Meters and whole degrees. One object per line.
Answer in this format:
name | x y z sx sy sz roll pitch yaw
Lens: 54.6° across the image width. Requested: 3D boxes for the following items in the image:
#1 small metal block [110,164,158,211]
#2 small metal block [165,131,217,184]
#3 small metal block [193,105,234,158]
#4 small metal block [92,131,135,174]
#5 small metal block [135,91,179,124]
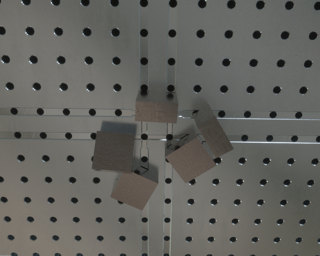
small metal block | -0.036 0.083 0.443 0.050 0.025 0.050 26 108 -9
small metal block | 0.042 0.040 0.428 0.050 0.025 0.050 -33 107 11
small metal block | 0.068 0.003 0.402 0.025 0.050 0.050 -29 108 10
small metal block | -0.060 0.033 0.412 0.050 0.025 0.050 5 75 -2
small metal block | -0.004 -0.027 0.390 0.050 0.050 0.025 3 110 -1
